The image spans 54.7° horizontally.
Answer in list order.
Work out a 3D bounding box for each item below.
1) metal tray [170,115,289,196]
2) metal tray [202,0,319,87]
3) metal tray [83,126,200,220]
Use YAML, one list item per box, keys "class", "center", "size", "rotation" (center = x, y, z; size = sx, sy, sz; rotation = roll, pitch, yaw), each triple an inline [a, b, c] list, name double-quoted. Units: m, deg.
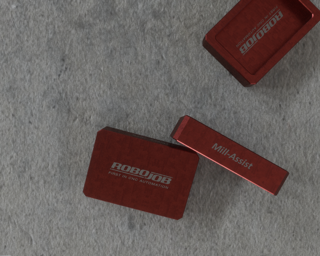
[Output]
- class: "metal tray"
  center: [0.078, 0.030, 0.378]
  size: [0.130, 0.090, 0.030]
  rotation: [29, 90, -1]
- class: "metal tray"
  center: [0.133, -0.130, 0.409]
  size: [0.130, 0.030, 0.090]
  rotation: [-45, 91, 0]
- class: "metal tray"
  center: [-0.024, 0.057, 0.402]
  size: [0.131, 0.030, 0.089]
  rotation: [15, 97, -1]
